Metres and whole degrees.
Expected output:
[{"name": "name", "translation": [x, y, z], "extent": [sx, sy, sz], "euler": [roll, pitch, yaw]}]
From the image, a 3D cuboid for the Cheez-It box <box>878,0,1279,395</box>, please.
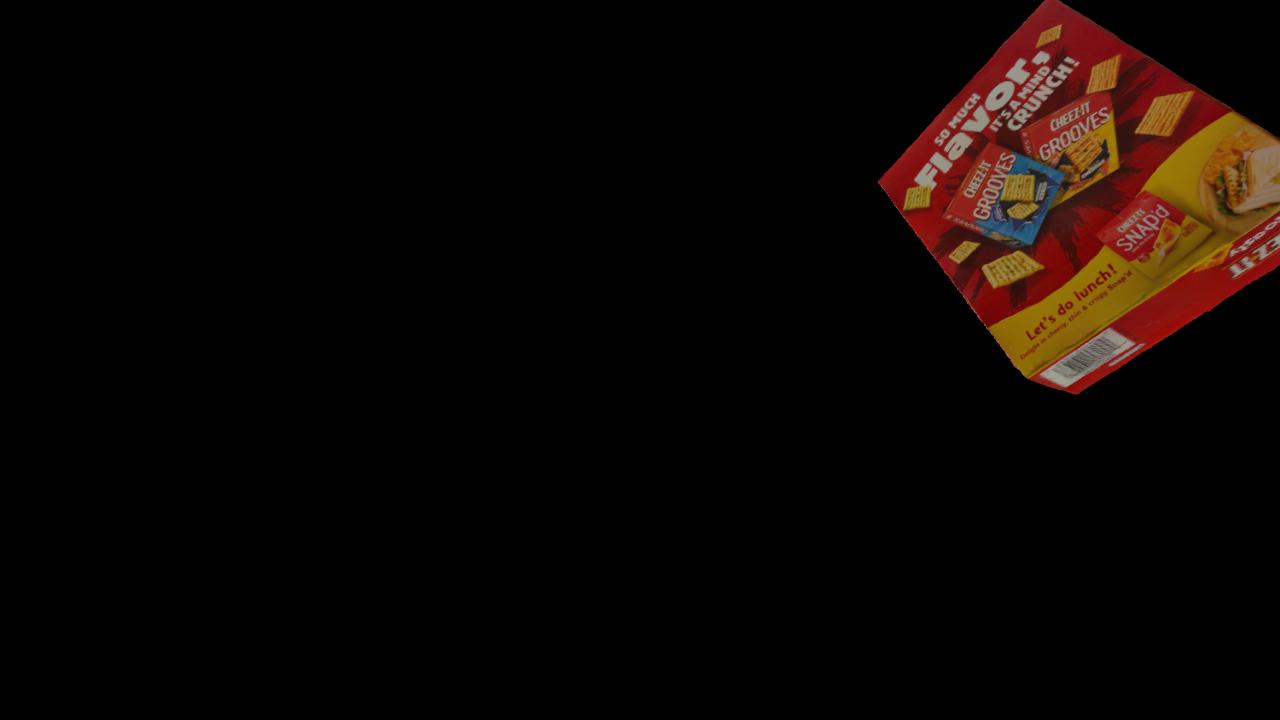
[{"name": "Cheez-It box", "translation": [0.286, -0.113, 0.418], "extent": [0.071, 0.223, 0.166], "euler": [14, -47, -31]}]
